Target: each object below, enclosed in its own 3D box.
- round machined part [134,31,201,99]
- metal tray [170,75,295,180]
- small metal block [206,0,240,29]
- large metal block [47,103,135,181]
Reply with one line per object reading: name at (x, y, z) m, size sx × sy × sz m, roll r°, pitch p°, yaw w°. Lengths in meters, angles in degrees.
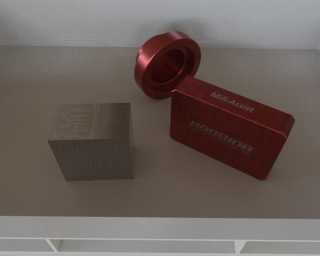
round machined part at (0.006, -0.092, 0.435) m, size 0.099 × 0.097 × 0.042 m, roll -26°, pitch 55°, yaw -21°
metal tray at (0.076, 0.001, 0.363) m, size 0.130 × 0.089 × 0.030 m, roll 25°, pitch 54°, yaw 19°
small metal block at (0.120, -0.218, 0.593) m, size 0.050 × 0.025 × 0.050 m, roll 18°, pitch 52°, yaw 14°
large metal block at (-0.072, 0.018, 0.354) m, size 0.081 × 0.080 × 0.050 m, roll -1°, pitch 50°, yaw -2°
